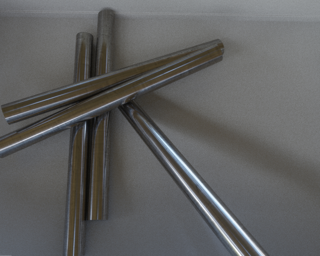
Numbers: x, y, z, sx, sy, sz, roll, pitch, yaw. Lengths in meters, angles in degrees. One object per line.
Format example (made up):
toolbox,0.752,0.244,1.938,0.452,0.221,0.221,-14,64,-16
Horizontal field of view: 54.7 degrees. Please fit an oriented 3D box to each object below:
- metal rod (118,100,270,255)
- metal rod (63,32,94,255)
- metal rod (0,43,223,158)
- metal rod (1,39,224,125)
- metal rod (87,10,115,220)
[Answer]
metal rod,0.023,0.046,0.327,0.025,0.025,0.300,-31,48,-11
metal rod,-0.105,0.006,0.406,0.025,0.025,0.299,-2,70,-1
metal rod,-0.060,-0.037,0.391,0.302,0.025,0.025,-25,72,-6
metal rod,-0.048,-0.067,0.410,0.302,0.025,0.025,-21,71,-17
metal rod,-0.078,-0.031,0.419,0.025,0.025,0.299,-1,70,-1
